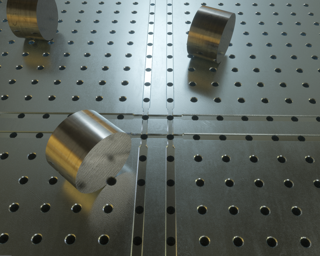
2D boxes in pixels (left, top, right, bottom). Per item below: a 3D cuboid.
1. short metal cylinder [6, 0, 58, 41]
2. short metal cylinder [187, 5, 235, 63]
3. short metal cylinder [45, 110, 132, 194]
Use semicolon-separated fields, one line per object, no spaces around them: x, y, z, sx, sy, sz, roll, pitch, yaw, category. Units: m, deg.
-0.217;-0.194;0.533;0.050;0.080;0.080;6;50;5;short metal cylinder
0.083;-0.150;0.499;0.050;0.080;0.080;22;53;17;short metal cylinder
-0.079;0.026;0.349;0.050;0.080;0.080;34;58;25;short metal cylinder
